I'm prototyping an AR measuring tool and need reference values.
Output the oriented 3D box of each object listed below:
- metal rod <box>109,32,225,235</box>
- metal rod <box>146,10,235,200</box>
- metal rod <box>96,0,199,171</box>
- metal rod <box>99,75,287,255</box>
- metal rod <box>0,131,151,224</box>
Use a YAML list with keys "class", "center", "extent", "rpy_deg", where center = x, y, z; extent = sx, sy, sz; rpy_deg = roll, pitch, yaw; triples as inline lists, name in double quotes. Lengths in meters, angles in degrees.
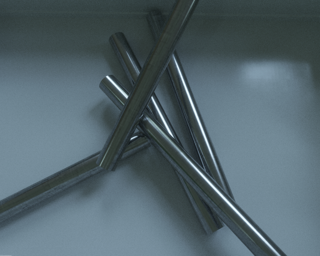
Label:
- class: "metal rod"
  center: [0.001, -0.006, 0.411]
  extent: [0.025, 0.025, 0.299]
  rpy_deg: [-24, 72, -9]
- class: "metal rod"
  center: [0.036, -0.036, 0.423]
  extent: [0.025, 0.025, 0.299]
  rpy_deg: [-17, 71, -6]
- class: "metal rod"
  center: [0.001, -0.088, 0.366]
  extent: [0.025, 0.025, 0.299]
  rpy_deg: [27, 91, 9]
- class: "metal rod"
  center: [0.027, 0.041, 0.366]
  extent: [0.025, 0.025, 0.300]
  rpy_deg: [-39, 71, -13]
- class: "metal rod"
  center: [-0.150, 0.080, 0.378]
  extent: [0.302, 0.025, 0.025]
  rpy_deg: [-27, 73, -10]
